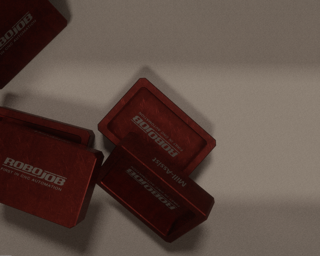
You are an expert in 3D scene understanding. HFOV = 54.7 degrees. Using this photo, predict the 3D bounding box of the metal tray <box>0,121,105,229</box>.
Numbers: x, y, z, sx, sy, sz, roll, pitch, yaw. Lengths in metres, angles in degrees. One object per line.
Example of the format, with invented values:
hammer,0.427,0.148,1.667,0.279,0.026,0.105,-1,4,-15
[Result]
metal tray,-0.143,0.053,0.368,0.131,0.030,0.090,18,91,7

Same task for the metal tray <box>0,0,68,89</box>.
metal tray,-0.188,-0.116,0.374,0.130,0.090,0.030,-45,65,0

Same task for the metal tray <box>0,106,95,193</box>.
metal tray,-0.162,0.031,0.406,0.131,0.030,0.090,15,90,-1

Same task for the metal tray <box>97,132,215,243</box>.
metal tray,-0.011,0.076,0.381,0.130,0.030,0.089,40,132,1

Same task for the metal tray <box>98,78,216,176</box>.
metal tray,-0.004,0.009,0.408,0.130,0.030,0.090,42,90,-1
